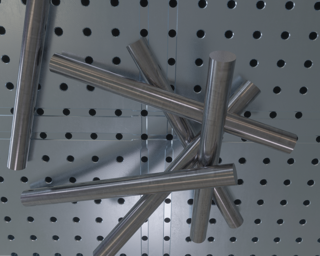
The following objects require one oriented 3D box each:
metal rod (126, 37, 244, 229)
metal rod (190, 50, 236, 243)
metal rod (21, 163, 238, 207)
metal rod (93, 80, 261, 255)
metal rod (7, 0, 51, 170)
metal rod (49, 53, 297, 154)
[{"bbox_3d":[0.042,0.019,0.420,0.025,0.025,0.299,-27,108,9],"label":"metal rod"},{"bbox_3d":[0.058,0.049,0.383,0.025,0.025,0.298,0,128,0],"label":"metal rod"},{"bbox_3d":[-0.054,0.077,0.398,0.300,0.025,0.025,-10,111,21],"label":"metal rod"},{"bbox_3d":[0.018,0.060,0.400,0.025,0.025,0.300,40,95,-13],"label":"metal rod"},{"bbox_3d":[-0.159,-0.083,0.381,0.025,0.025,0.298,15,109,-5],"label":"metal rod"},{"bbox_3d":[0.011,-0.031,0.371,0.301,0.025,0.025,19,109,5],"label":"metal rod"}]
